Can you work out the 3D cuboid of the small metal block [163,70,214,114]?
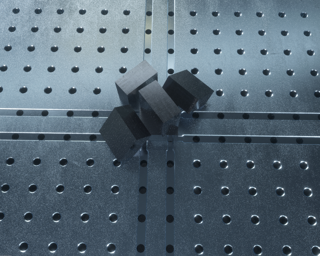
[{"bbox_3d":[0.037,-0.050,0.416,0.050,0.025,0.050,41,35,13],"label":"small metal block"}]

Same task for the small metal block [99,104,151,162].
[{"bbox_3d":[-0.045,0.007,0.393,0.025,0.050,0.050,-17,66,-46],"label":"small metal block"}]

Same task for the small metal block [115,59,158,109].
[{"bbox_3d":[-0.030,-0.057,0.419,0.050,0.050,0.025,-39,75,-13],"label":"small metal block"}]

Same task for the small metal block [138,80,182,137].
[{"bbox_3d":[-0.001,-0.023,0.380,0.025,0.050,0.050,-34,74,-12],"label":"small metal block"}]

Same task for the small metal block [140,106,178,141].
[{"bbox_3d":[-0.002,-0.010,0.415,0.050,0.025,0.050,1,70,-1],"label":"small metal block"}]
